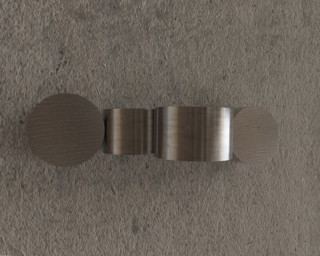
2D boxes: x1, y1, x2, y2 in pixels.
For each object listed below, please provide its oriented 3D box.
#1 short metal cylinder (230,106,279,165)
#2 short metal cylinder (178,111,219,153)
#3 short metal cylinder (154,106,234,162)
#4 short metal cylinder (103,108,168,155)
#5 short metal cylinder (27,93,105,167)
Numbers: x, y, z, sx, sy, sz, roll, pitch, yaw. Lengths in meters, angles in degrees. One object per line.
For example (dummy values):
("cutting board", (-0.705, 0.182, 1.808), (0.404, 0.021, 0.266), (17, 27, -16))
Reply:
("short metal cylinder", (0.119, 0.010, 0.440), (0.081, 0.050, 0.080), (0, 91, -21))
("short metal cylinder", (0.048, 0.005, 0.399), (0.081, 0.080, 0.050), (0, 89, -20))
("short metal cylinder", (0.034, 0.005, 0.320), (0.081, 0.080, 0.050), (1, 91, -20))
("short metal cylinder", (-0.028, 0.004, 0.371), (0.081, 0.080, 0.050), (0, 90, -20))
("short metal cylinder", (-0.109, 0.002, 0.357), (0.081, 0.050, 0.080), (0, 90, -21))
